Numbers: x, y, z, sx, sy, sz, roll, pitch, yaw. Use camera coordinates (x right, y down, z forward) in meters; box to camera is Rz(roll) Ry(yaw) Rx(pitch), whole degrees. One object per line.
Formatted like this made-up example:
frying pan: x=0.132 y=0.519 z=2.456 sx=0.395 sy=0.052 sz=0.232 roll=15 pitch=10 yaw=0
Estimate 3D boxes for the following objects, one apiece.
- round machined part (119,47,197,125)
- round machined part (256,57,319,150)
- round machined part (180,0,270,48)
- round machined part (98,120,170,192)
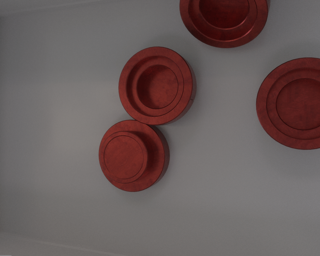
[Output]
round machined part: x=0.000 y=-0.052 z=0.401 sx=0.098 sy=0.042 sz=0.097 roll=0 pitch=90 yaw=20
round machined part: x=0.160 y=-0.026 z=0.345 sx=0.098 sy=0.042 sz=0.097 roll=0 pitch=90 yaw=20
round machined part: x=0.075 y=-0.144 z=0.356 sx=0.098 sy=0.098 sz=0.042 roll=9 pitch=55 yaw=19
round machined part: x=-0.040 y=0.037 z=0.416 sx=0.098 sy=0.042 sz=0.097 roll=0 pitch=90 yaw=20
